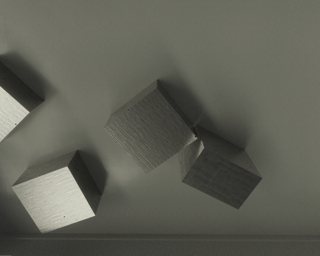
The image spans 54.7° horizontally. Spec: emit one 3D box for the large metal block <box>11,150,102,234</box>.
[{"bbox_3d":[-0.139,0.088,0.429,0.080,0.050,0.080,-21,109,7],"label":"large metal block"}]

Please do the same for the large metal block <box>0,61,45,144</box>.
[{"bbox_3d":[-0.210,-0.029,0.385,0.080,0.050,0.080,-41,105,13],"label":"large metal block"}]

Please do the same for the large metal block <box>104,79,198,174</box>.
[{"bbox_3d":[-0.011,-0.002,0.397,0.080,0.050,0.080,-36,106,12],"label":"large metal block"}]

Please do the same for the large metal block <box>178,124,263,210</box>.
[{"bbox_3d":[0.073,0.047,0.400,0.080,0.080,0.050,28,108,-10],"label":"large metal block"}]
